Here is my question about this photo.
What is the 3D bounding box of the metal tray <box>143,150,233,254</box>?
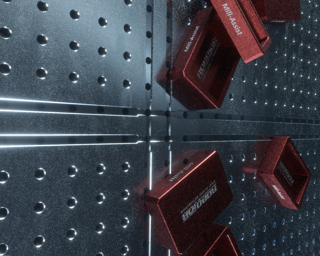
[{"bbox_3d":[0.046,0.100,0.444,0.131,0.030,0.090,-33,111,-35],"label":"metal tray"}]

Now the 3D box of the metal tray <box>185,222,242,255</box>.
[{"bbox_3d":[0.092,0.226,0.481,0.090,0.030,0.130,-39,114,-33],"label":"metal tray"}]

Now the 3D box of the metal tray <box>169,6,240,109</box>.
[{"bbox_3d":[0.075,-0.104,0.467,0.090,0.030,0.130,38,67,-33],"label":"metal tray"}]

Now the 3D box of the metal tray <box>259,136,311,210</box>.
[{"bbox_3d":[0.251,0.089,0.613,0.130,0.030,0.090,48,62,-29],"label":"metal tray"}]

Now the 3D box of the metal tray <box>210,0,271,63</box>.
[{"bbox_3d":[0.120,-0.171,0.468,0.130,0.030,0.090,58,36,-10],"label":"metal tray"}]

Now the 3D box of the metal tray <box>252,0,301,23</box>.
[{"bbox_3d":[0.219,-0.248,0.587,0.131,0.030,0.090,-15,100,-39],"label":"metal tray"}]
